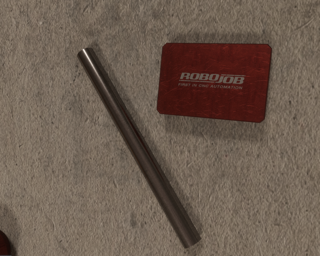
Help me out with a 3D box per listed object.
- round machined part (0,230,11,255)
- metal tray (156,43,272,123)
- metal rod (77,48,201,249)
[{"bbox_3d":[-0.282,0.200,0.497,0.098,0.042,0.097,0,90,19],"label":"round machined part"},{"bbox_3d":[0.065,-0.056,0.383,0.130,0.030,0.089,6,92,19],"label":"metal tray"},{"bbox_3d":[-0.033,0.019,0.419,0.025,0.025,0.299,-33,80,16],"label":"metal rod"}]
